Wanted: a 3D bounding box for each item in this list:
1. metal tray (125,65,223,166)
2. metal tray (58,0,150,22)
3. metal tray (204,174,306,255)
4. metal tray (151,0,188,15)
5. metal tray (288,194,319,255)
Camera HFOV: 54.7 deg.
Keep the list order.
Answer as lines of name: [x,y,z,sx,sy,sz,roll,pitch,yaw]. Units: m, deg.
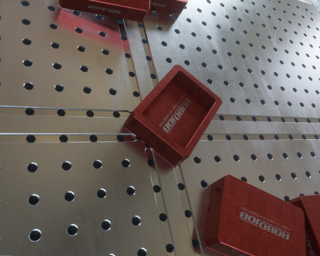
metal tray: [0.024,-0.022,0.432,0.090,0.030,0.131,39,51,-2]
metal tray: [-0.082,-0.218,0.470,0.131,0.030,0.090,5,72,-16]
metal tray: [0.125,0.126,0.398,0.131,0.030,0.090,26,52,-12]
metal tray: [-0.022,-0.253,0.549,0.131,0.030,0.090,-2,63,-30]
metal tray: [0.243,0.161,0.440,0.091,0.030,0.130,2,61,-28]
